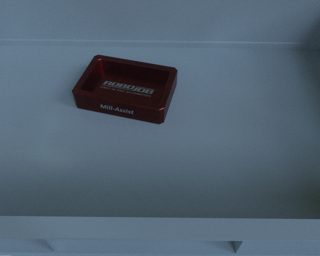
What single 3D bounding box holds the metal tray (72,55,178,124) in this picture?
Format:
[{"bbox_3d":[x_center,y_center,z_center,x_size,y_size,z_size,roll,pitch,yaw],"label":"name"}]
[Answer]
[{"bbox_3d":[-0.048,-0.059,0.450,0.131,0.030,0.090,11,51,9],"label":"metal tray"}]
